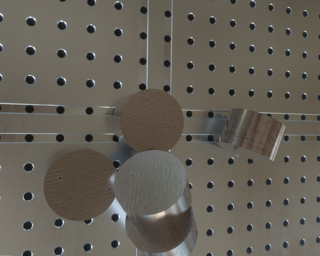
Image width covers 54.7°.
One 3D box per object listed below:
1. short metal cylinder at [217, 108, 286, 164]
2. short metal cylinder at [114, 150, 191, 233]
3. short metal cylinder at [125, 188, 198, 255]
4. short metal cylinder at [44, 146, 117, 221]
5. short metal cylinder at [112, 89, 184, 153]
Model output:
[{"bbox_3d":[0.127,0.012,0.432,0.080,0.080,0.050,25,82,-19],"label":"short metal cylinder"},{"bbox_3d":[-0.007,0.072,0.355,0.080,0.080,0.050,-37,142,-17],"label":"short metal cylinder"},{"bbox_3d":[0.003,0.120,0.379,0.080,0.080,0.050,-37,142,-17],"label":"short metal cylinder"},{"bbox_3d":[-0.094,0.063,0.365,0.081,0.050,0.079,0,90,-21],"label":"short metal cylinder"},{"bbox_3d":[-0.017,-0.007,0.394,0.081,0.050,0.079,0,90,-20],"label":"short metal cylinder"}]
